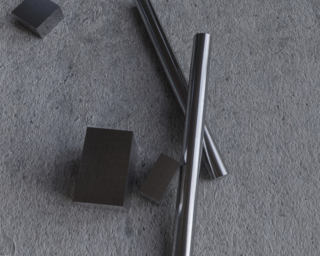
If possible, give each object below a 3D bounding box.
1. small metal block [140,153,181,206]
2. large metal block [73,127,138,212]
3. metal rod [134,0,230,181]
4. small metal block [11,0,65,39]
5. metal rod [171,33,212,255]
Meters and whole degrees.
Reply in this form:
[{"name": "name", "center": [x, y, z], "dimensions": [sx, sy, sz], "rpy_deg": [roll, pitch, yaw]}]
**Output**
[{"name": "small metal block", "center": [0.000, 0.063, 0.372], "dimensions": [0.025, 0.050, 0.050], "rpy_deg": [27, 72, 9]}, {"name": "large metal block", "center": [-0.058, 0.052, 0.359], "dimensions": [0.050, 0.080, 0.080], "rpy_deg": [5, 70, 2]}, {"name": "metal rod", "center": [0.023, -0.070, 0.433], "dimensions": [0.025, 0.025, 0.299], "rpy_deg": [-19, 71, -7]}, {"name": "small metal block", "center": [-0.184, -0.171, 0.468], "dimensions": [0.050, 0.025, 0.050], "rpy_deg": [34, 73, 11]}, {"name": "metal rod", "center": [0.039, 0.026, 0.377], "dimensions": [0.025, 0.025, 0.299], "rpy_deg": [6, 78, 2]}]
